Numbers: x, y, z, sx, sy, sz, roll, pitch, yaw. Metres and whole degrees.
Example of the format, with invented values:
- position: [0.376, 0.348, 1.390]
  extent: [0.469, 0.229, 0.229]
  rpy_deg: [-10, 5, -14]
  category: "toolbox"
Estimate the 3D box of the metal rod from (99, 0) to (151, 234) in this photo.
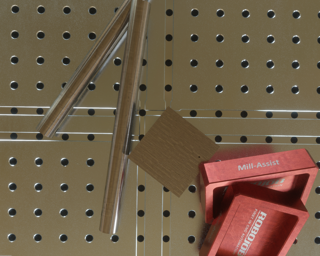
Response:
- position: [-0.046, -0.011, 0.402]
  extent: [0.025, 0.025, 0.298]
  rpy_deg: [9, 94, -1]
  category: "metal rod"

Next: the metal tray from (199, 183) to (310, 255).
- position: [0.111, 0.134, 0.385]
  extent: [0.091, 0.030, 0.129]
  rpy_deg: [15, 113, -4]
  category: "metal tray"

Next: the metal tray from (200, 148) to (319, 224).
- position: [0.118, 0.075, 0.386]
  extent: [0.131, 0.030, 0.089]
  rpy_deg: [-9, 133, -1]
  category: "metal tray"

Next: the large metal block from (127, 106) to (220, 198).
- position: [0.017, 0.029, 0.401]
  extent: [0.080, 0.050, 0.080]
  rpy_deg: [38, 90, 0]
  category: "large metal block"

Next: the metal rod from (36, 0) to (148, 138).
- position: [-0.069, -0.117, 0.412]
  extent: [0.025, 0.025, 0.299]
  rpy_deg: [35, 90, -1]
  category: "metal rod"
